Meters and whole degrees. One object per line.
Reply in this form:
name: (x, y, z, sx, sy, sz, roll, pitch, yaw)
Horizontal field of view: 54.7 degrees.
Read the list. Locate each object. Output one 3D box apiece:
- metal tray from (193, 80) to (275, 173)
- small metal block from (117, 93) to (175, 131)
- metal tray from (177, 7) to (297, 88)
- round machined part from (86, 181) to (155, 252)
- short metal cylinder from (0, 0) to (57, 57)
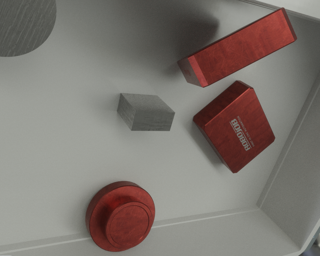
metal tray: (0.117, 0.002, 0.474, 0.090, 0.030, 0.130, -40, 130, -1)
small metal block: (-0.018, -0.019, 0.372, 0.050, 0.050, 0.025, 1, 118, -29)
metal tray: (0.069, -0.079, 0.322, 0.090, 0.130, 0.030, -27, 100, 4)
round machined part: (-0.050, 0.127, 0.432, 0.099, 0.042, 0.097, -6, 102, -28)
short metal cylinder: (-0.132, -0.105, 0.256, 0.081, 0.050, 0.079, -14, 125, -21)
